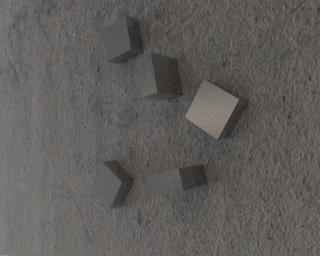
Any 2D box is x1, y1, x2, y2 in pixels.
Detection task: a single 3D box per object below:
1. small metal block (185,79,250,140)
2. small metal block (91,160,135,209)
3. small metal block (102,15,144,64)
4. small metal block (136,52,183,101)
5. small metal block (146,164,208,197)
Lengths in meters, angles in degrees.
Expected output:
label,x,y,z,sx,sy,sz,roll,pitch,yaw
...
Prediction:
label,x,y,z,sx,sy,sz,roll,pitch,yaw
small metal block,0.064,-0.021,0.352,0.050,0.025,0.050,38,113,33
small metal block,-0.072,0.084,0.464,0.050,0.025,0.050,39,114,33
small metal block,-0.054,-0.126,0.450,0.050,0.025,0.050,-16,80,39
small metal block,0.000,-0.063,0.389,0.025,0.050,0.050,-15,80,39
small metal block,0.021,0.063,0.372,0.050,0.050,0.025,-20,77,38
